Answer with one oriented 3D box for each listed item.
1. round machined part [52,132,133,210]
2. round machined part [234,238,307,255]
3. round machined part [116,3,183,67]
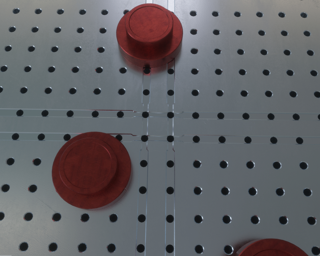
[{"bbox_3d":[-0.085,0.050,0.384,0.099,0.042,0.098,0,70,0],"label":"round machined part"},{"bbox_3d":[0.121,0.173,0.340,0.099,0.042,0.098,0,70,0],"label":"round machined part"},{"bbox_3d":[-0.015,-0.142,0.455,0.099,0.042,0.098,0,70,0],"label":"round machined part"}]
